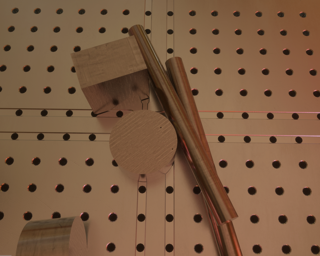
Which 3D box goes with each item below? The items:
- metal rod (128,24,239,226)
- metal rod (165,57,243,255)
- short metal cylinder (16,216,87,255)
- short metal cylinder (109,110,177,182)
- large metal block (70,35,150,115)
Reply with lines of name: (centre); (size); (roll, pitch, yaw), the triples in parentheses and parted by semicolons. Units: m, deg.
metal rod: (0.019, -0.022, 0.401); (0.025, 0.025, 0.299); (-21, 65, -7)
metal rod: (0.055, 0.041, 0.396); (0.025, 0.025, 0.299); (-13, 71, -5)
short metal cylinder: (-0.112, 0.138, 0.331); (0.050, 0.080, 0.080); (-6, 70, -2)
short metal cylinder: (-0.020, 0.023, 0.390); (0.081, 0.050, 0.080); (0, 70, 0)
large metal block: (-0.061, -0.066, 0.406); (0.080, 0.080, 0.050); (-19, 71, -7)
